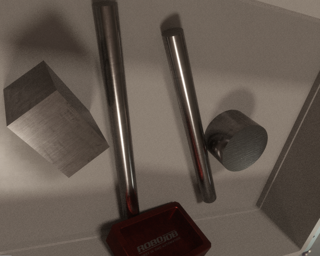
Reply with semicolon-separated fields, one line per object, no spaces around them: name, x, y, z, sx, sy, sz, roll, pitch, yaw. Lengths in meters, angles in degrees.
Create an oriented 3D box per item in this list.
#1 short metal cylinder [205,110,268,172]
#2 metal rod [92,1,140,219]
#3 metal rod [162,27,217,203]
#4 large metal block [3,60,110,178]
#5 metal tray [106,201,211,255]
short metal cylinder;0.114;0.019;0.469;0.081;0.050;0.079;-14;125;-21
metal rod;-0.049;0.003;0.385;0.025;0.025;0.298;-16;125;-20
metal rod;0.049;0.005;0.440;0.025;0.025;0.298;-27;128;-12
large metal block;-0.104;-0.010;0.310;0.050;0.080;0.080;-38;130;-3
metal tray;0.000;0.165;0.449;0.131;0.090;0.030;-8;135;-41
